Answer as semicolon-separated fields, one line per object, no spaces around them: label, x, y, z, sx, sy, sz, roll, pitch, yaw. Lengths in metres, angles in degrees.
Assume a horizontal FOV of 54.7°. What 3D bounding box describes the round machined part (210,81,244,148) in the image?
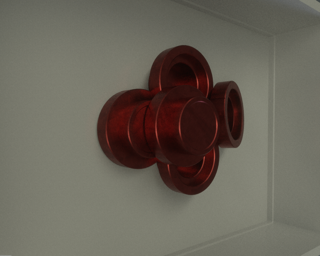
round machined part;0.091;-0.019;0.458;0.098;0.042;0.097;9;80;-60

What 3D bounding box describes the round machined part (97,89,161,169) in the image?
round machined part;-0.022;0.001;0.374;0.099;0.042;0.097;0;90;-40

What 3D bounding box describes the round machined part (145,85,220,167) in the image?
round machined part;0.034;-0.003;0.367;0.099;0.042;0.097;0;90;-40

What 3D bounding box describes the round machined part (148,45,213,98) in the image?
round machined part;0.024;-0.058;0.415;0.099;0.042;0.097;0;90;-40

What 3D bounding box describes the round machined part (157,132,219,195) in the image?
round machined part;0.034;0.039;0.424;0.099;0.042;0.097;0;90;-40
